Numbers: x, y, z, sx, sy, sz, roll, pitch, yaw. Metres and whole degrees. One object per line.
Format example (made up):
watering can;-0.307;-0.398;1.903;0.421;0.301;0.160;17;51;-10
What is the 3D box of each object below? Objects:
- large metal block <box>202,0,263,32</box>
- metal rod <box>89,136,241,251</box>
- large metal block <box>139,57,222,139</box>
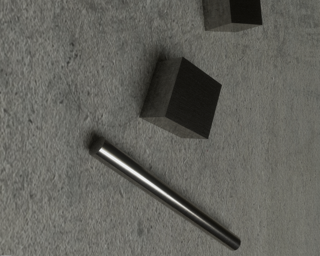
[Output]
large metal block;0.111;-0.196;0.481;0.081;0.050;0.079;-13;98;-39
metal rod;0.025;0.104;0.425;0.300;0.025;0.025;41;65;-32
large metal block;0.030;-0.036;0.413;0.080;0.050;0.080;26;74;-37
